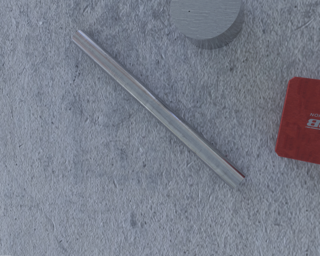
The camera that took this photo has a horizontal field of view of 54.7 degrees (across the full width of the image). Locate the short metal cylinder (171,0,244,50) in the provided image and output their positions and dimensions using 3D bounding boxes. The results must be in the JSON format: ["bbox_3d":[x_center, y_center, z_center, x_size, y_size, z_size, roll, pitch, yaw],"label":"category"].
[{"bbox_3d":[0.059,-0.140,0.374,0.080,0.050,0.079,0,90,19],"label":"short metal cylinder"}]

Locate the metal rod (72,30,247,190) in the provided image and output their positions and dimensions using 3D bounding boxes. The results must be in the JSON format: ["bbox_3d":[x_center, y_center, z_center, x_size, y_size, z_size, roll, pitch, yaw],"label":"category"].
[{"bbox_3d":[-0.010,-0.033,0.411,0.300,0.025,0.025,43,103,14],"label":"metal rod"}]

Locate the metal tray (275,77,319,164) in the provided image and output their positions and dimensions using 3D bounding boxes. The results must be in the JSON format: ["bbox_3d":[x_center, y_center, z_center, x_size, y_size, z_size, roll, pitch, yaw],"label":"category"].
[{"bbox_3d":[0.201,-0.002,0.336,0.130,0.030,0.089,11,94,19],"label":"metal tray"}]
